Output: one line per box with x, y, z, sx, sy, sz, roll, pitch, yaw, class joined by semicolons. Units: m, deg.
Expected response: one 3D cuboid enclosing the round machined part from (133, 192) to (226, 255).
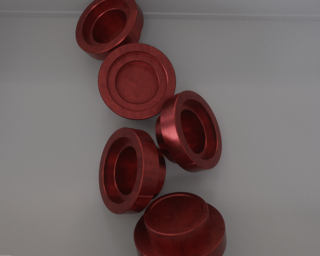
0.020;0.105;0.332;0.099;0.098;0.042;-12;113;-5;round machined part

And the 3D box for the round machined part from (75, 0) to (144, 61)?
-0.067;-0.138;0.438;0.098;0.042;0.098;-9;68;22;round machined part

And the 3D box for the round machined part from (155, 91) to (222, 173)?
0.032;0.007;0.379;0.042;0.099;0.098;-21;65;36;round machined part

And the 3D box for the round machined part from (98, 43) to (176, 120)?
-0.030;-0.059;0.411;0.099;0.042;0.097;0;91;-6;round machined part

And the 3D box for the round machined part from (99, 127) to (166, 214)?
-0.030;0.050;0.362;0.042;0.098;0.098;11;65;-37;round machined part
